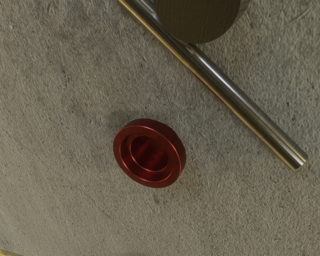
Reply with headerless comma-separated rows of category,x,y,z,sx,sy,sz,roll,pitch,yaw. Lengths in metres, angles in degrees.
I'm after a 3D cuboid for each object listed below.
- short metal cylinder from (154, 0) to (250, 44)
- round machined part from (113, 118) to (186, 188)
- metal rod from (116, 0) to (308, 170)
short metal cylinder,0.041,-0.125,0.291,0.080,0.050,0.079,13,124,20
round machined part,-0.010,0.030,0.418,0.098,0.042,0.097,13,124,20
metal rod,0.047,-0.066,0.340,0.300,0.025,0.025,44,129,-3
